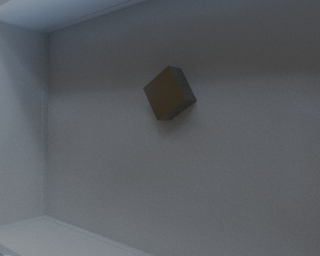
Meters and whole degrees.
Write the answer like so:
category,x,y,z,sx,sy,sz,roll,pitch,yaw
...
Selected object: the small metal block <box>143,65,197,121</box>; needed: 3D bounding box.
category,x,y,z,sx,sy,sz,roll,pitch,yaw
small metal block,0.012,-0.043,0.398,0.050,0.025,0.050,-37,67,34
